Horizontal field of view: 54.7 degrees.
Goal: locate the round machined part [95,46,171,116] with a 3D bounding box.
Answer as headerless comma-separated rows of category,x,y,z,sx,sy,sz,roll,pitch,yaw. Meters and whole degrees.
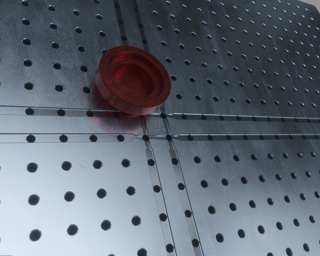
round machined part,-0.038,-0.058,0.413,0.099,0.042,0.098,14,56,-21
